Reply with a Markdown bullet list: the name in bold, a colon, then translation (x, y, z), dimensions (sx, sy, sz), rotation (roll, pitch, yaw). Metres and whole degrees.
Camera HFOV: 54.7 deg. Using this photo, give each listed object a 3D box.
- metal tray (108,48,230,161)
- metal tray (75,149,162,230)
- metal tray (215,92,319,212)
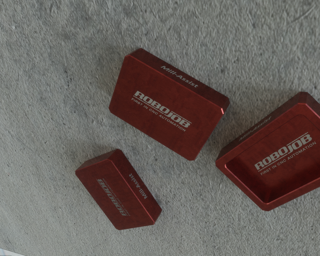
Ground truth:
- **metal tray**: translation (0.007, -0.028, 0.383), dimensions (0.130, 0.030, 0.089), rotation (31, 129, 7)
- **metal tray**: translation (-0.067, 0.104, 0.503), dimensions (0.090, 0.030, 0.130), rotation (-22, 107, 36)
- **metal tray**: translation (0.139, 0.032, 0.350), dimensions (0.090, 0.030, 0.129), rotation (44, 129, -2)
